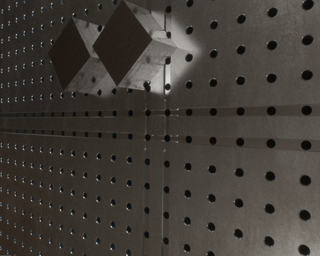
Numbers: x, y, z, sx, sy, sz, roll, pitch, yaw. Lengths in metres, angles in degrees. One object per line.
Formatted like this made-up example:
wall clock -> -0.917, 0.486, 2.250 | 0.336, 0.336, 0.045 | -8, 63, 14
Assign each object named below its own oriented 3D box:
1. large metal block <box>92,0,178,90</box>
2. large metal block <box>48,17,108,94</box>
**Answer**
large metal block -> -0.036, -0.110, 0.421 | 0.080, 0.050, 0.080 | -47, 62, 29
large metal block -> -0.125, -0.113, 0.494 | 0.080, 0.050, 0.080 | -41, 66, 32
